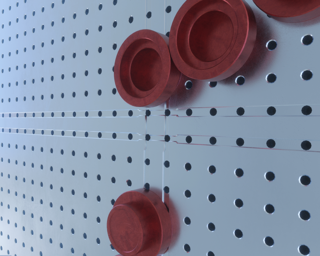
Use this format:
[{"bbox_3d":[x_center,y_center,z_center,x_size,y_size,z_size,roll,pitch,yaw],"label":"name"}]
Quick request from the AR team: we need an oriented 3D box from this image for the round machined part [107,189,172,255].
[{"bbox_3d":[-0.035,0.136,0.425,0.098,0.042,0.097,0,90,39],"label":"round machined part"}]

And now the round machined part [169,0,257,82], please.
[{"bbox_3d":[0.061,-0.100,0.346,0.098,0.042,0.097,0,90,39],"label":"round machined part"}]

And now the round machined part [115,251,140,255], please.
[{"bbox_3d":[-0.051,0.231,0.438,0.098,0.042,0.097,0,90,39],"label":"round machined part"}]

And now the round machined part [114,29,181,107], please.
[{"bbox_3d":[-0.012,-0.075,0.406,0.098,0.042,0.097,0,90,40],"label":"round machined part"}]

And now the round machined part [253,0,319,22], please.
[{"bbox_3d":[0.128,-0.154,0.292,0.098,0.042,0.097,0,90,39],"label":"round machined part"}]
